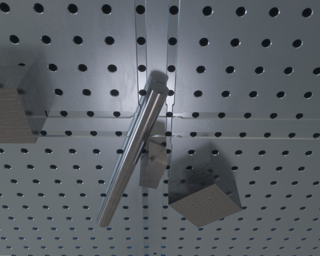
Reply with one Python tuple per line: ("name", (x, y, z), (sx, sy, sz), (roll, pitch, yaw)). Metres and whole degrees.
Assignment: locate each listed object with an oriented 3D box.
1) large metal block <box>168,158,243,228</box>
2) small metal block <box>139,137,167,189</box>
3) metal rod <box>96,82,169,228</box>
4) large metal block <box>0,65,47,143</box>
("large metal block", (0.069, 0.104, 0.484), (0.080, 0.050, 0.080), (-31, 124, 23))
("small metal block", (-0.010, 0.049, 0.437), (0.025, 0.050, 0.050), (13, 129, -11))
("metal rod", (-0.051, 0.059, 0.461), (0.025, 0.025, 0.298), (15, 129, -13))
("large metal block", (-0.192, -0.028, 0.370), (0.081, 0.050, 0.079), (0, 130, -1))
